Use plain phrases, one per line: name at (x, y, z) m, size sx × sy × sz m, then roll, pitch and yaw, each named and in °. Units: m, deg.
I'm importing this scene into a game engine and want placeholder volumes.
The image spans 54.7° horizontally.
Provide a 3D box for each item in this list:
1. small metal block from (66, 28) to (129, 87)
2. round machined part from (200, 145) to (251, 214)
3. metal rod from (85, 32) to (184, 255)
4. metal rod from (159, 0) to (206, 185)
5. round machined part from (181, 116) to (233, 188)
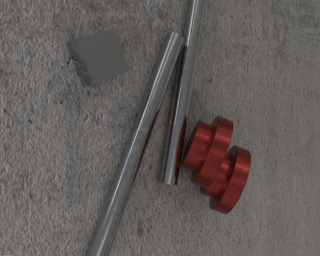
small metal block at (-0.069, -0.079, 0.347) m, size 0.050 × 0.025 × 0.050 m, roll -29°, pitch 109°, yaw -36°
round machined part at (0.089, 0.069, 0.445) m, size 0.042 × 0.098 × 0.098 m, roll 22°, pitch 73°, yaw 2°
metal rod at (-0.026, 0.014, 0.382) m, size 0.025 × 0.025 × 0.299 m, roll 30°, pitch 71°, yaw -36°
metal rod at (0.035, -0.072, 0.433) m, size 0.025 × 0.025 × 0.299 m, roll 16°, pitch 80°, yaw -39°
round machined part at (0.060, 0.028, 0.420) m, size 0.042 × 0.098 × 0.098 m, roll 22°, pitch 73°, yaw 2°
